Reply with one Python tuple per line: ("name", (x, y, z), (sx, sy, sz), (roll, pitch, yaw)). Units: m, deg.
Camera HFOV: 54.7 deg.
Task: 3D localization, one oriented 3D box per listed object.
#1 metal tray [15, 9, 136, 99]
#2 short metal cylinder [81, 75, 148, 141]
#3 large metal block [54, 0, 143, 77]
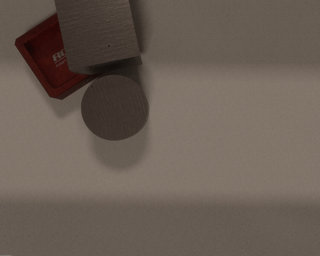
("metal tray", (-0.107, -0.108, 0.407), (0.130, 0.030, 0.090), (-33, 90, -1))
("short metal cylinder", (-0.055, -0.025, 0.398), (0.081, 0.050, 0.079), (0, 90, -1))
("large metal block", (-0.070, -0.111, 0.367), (0.080, 0.050, 0.080), (-12, 90, -1))
